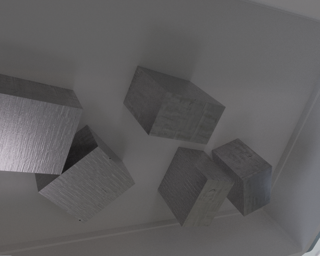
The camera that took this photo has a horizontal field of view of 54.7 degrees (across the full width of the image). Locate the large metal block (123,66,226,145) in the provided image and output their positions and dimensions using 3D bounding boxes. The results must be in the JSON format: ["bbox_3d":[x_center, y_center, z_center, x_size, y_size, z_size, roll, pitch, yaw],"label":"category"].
[{"bbox_3d":[0.014,-0.027,0.364,0.081,0.080,0.050,10,113,-33],"label":"large metal block"}]

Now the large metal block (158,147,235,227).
[{"bbox_3d":[0.049,0.085,0.452,0.050,0.080,0.079,11,113,-33],"label":"large metal block"}]

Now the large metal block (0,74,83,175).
[{"bbox_3d":[-0.135,-0.002,0.317,0.081,0.050,0.079,11,113,-33],"label":"large metal block"}]

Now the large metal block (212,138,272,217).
[{"bbox_3d":[0.128,0.077,0.490,0.050,0.080,0.080,-23,127,-15],"label":"large metal block"}]

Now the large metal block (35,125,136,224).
[{"bbox_3d":[-0.091,0.057,0.378,0.080,0.050,0.080,-38,130,-3],"label":"large metal block"}]
